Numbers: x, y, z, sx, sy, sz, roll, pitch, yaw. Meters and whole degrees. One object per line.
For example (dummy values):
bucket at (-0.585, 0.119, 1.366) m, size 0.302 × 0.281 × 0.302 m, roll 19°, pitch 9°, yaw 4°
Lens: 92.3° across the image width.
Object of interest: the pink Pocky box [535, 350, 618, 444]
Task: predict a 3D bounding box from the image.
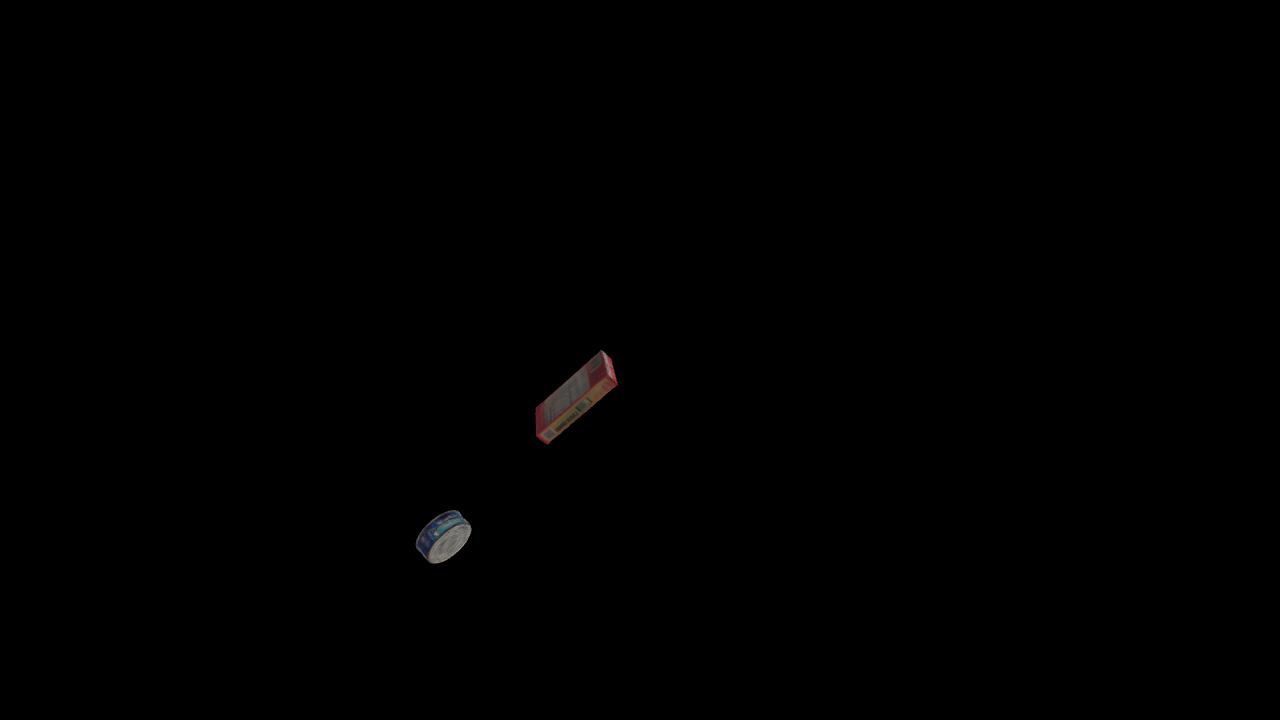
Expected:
pink Pocky box at (-0.104, 0.059, 0.980) m, size 0.029 × 0.155 × 0.084 m, roll 43°, pitch 13°, yaw -26°

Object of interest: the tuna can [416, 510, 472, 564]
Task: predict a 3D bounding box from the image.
tuna can at (-0.314, 0.285, 0.988) m, size 0.034 × 0.084 × 0.084 m, roll 37°, pitch 18°, yaw 26°
